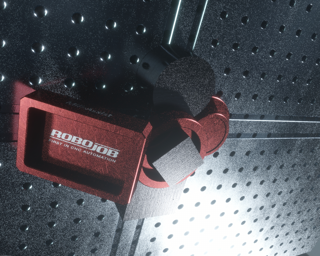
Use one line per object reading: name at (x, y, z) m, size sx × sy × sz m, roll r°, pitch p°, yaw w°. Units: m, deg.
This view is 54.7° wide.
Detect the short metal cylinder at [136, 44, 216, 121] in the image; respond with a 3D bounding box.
short metal cylinder at (0.018, -0.054, 0.371) m, size 0.081 × 0.050 × 0.079 m, roll -14°, pitch 124°, yaw -21°

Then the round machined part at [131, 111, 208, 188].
round machined part at (0.006, 0.022, 0.379) m, size 0.099 × 0.042 × 0.097 m, roll -14°, pitch 124°, yaw -21°

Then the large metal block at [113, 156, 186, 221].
large metal block at (-0.015, 0.077, 0.431) m, size 0.081 × 0.050 × 0.079 m, roll 1°, pitch 118°, yaw -29°

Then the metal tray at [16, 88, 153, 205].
metal tray at (-0.082, 0.020, 0.329) m, size 0.131 × 0.030 × 0.089 m, roll 17°, pitch 114°, yaw 4°

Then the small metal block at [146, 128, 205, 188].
small metal block at (0.017, 0.034, 0.361) m, size 0.050 × 0.025 × 0.050 m, roll -36°, pitch 129°, yaw -4°

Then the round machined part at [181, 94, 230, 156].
round machined part at (0.056, 0.001, 0.430) m, size 0.099 × 0.042 × 0.097 m, roll -14°, pitch 124°, yaw -21°
